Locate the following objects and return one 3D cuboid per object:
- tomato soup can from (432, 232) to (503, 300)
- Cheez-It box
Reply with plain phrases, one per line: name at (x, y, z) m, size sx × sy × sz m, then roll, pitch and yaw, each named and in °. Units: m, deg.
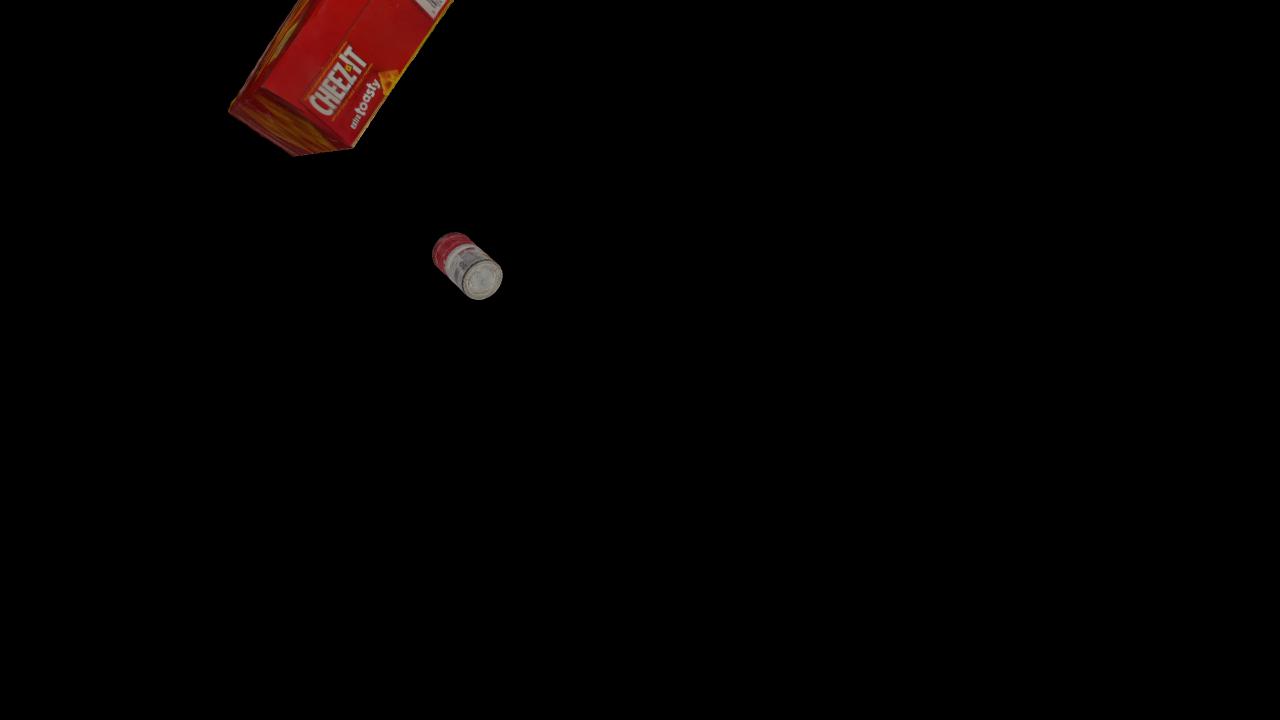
tomato soup can at (-0.260, -0.142, 0.929) m, size 0.068 × 0.068 × 0.101 m, roll 0°, pitch 31°, yaw -48°
Cheez-It box at (-0.243, -0.252, 0.493) m, size 0.071 × 0.166 × 0.223 m, roll 35°, pitch -9°, yaw -40°
